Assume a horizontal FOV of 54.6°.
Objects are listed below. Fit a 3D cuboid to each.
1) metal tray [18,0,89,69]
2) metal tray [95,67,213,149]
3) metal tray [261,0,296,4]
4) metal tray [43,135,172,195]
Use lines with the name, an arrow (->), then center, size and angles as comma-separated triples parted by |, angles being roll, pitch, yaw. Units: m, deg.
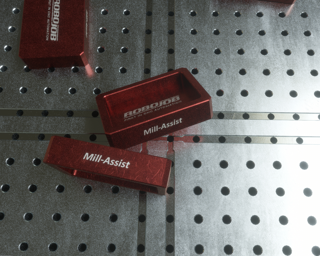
metal tray -> -0.155, -0.154, 0.465 | 0.090, 0.030, 0.130 | -4, 70, -2
metal tray -> -0.010, -0.028, 0.396 | 0.131, 0.030, 0.090 | -19, 40, -7
metal tray -> 0.159, -0.254, 0.502 | 0.131, 0.030, 0.090 | 8, 70, 3
metal tray -> -0.054, 0.046, 0.359 | 0.131, 0.090, 0.030 | 11, 73, 4
